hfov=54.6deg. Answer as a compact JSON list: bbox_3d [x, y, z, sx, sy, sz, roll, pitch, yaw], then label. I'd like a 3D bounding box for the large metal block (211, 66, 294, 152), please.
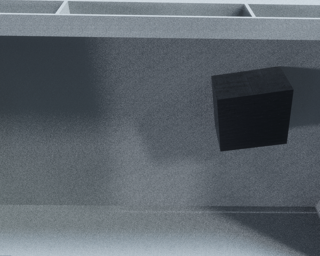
[{"bbox_3d":[0.108,-0.022,0.375,0.080,0.050,0.080,-7,130,6],"label":"large metal block"}]
